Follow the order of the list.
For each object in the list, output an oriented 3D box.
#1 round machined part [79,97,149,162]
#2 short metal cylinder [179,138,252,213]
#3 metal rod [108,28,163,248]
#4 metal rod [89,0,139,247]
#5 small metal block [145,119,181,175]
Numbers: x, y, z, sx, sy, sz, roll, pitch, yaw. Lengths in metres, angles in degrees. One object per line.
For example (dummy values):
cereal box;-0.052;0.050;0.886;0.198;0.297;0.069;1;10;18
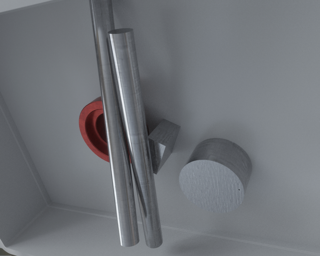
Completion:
round machined part;-0.058;-0.001;0.426;0.098;0.042;0.097;13;124;20
short metal cylinder;0.071;0.060;0.391;0.080;0.050;0.079;13;124;20
metal rod;-0.023;0.034;0.376;0.025;0.025;0.298;7;122;24
metal rod;-0.053;0.000;0.372;0.025;0.025;0.298;0;101;28
small metal block;0.000;0.024;0.406;0.025;0.050;0.050;25;127;12
